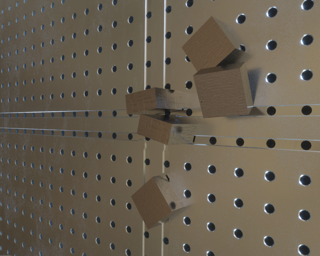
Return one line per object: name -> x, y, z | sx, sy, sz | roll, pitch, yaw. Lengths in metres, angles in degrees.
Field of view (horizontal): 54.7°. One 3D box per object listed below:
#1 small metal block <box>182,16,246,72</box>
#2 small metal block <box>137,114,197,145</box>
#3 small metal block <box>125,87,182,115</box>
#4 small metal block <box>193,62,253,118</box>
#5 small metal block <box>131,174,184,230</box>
small metal block -> 0.061, -0.090, 0.358 | 0.050, 0.025, 0.050 | -42, 65, 31
small metal block -> 0.009, 0.001, 0.384 | 0.050, 0.050, 0.025 | 19, 102, 38
small metal block -> -0.008, -0.033, 0.398 | 0.050, 0.050, 0.025 | -9, 85, 39
small metal block -> 0.069, -0.040, 0.334 | 0.050, 0.025, 0.050 | -4, 113, 30
small metal block -> -0.005, 0.098, 0.411 | 0.050, 0.025, 0.050 | -46, 63, 30
